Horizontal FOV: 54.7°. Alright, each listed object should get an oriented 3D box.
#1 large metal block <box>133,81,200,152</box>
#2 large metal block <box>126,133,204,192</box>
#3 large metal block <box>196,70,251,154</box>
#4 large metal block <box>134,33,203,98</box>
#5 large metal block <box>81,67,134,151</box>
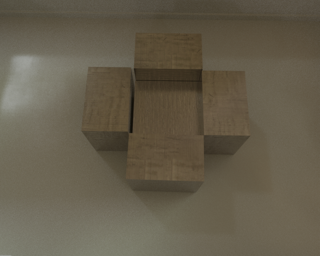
[{"bbox_3d":[0.008,-0.013,0.399,0.080,0.050,0.080,1,70,0],"label":"large metal block"},{"bbox_3d":[0.006,0.043,0.363,0.080,0.080,0.050,2,70,0],"label":"large metal block"},{"bbox_3d":[0.074,-0.016,0.386,0.050,0.080,0.080,1,70,0],"label":"large metal block"},{"bbox_3d":[0.010,-0.079,0.408,0.080,0.080,0.050,1,70,0],"label":"large metal block"},{"bbox_3d":[-0.059,-0.021,0.387,0.050,0.080,0.080,1,70,0],"label":"large metal block"}]
